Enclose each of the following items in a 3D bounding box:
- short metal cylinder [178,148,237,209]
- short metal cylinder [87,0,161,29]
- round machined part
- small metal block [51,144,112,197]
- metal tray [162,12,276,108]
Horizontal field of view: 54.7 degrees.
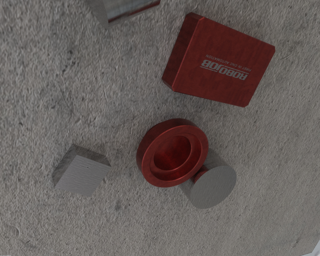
[{"bbox_3d":[0.069,0.077,0.476,0.081,0.050,0.079,-14,124,-21],"label":"short metal cylinder"},{"bbox_3d":[-0.041,-0.134,0.266,0.050,0.080,0.080,-28,128,-11],"label":"short metal cylinder"},{"bbox_3d":[0.013,0.029,0.422,0.099,0.042,0.097,-14,124,-21],"label":"round machined part"},{"bbox_3d":[-0.098,0.054,0.387,0.050,0.025,0.050,28,103,-38],"label":"small metal block"},{"bbox_3d":[0.077,-0.081,0.395,0.131,0.030,0.089,9,114,-32],"label":"metal tray"}]
